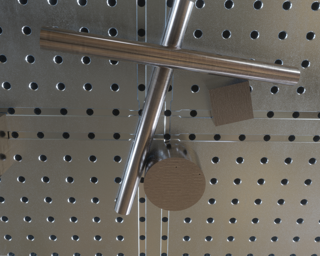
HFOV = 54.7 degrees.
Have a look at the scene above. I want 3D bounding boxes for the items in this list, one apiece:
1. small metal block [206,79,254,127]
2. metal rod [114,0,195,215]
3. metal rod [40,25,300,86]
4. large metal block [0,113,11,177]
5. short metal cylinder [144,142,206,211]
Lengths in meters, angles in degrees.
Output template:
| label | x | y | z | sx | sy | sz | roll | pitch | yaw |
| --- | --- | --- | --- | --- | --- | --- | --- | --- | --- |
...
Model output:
| label | x | y | z | sx | sy | sz | roll | pitch | yaw |
| --- | --- | --- | --- | --- | --- | --- | --- | --- | --- |
| small metal block | 0.090 | -0.034 | 0.402 | 0.050 | 0.025 | 0.050 | -12 | 110 | 4 |
| metal rod | -0.013 | -0.014 | 0.408 | 0.025 | 0.025 | 0.298 | 15 | 109 | -6 |
| metal rod | 0.023 | -0.080 | 0.358 | 0.302 | 0.025 | 0.025 | 6 | 110 | -13 |
| large metal block | -0.251 | 0.023 | 0.405 | 0.081 | 0.050 | 0.079 | 4 | 110 | -2 |
| short metal cylinder | 0.019 | 0.065 | 0.425 | 0.081 | 0.050 | 0.079 | 0 | 110 | -1 |
